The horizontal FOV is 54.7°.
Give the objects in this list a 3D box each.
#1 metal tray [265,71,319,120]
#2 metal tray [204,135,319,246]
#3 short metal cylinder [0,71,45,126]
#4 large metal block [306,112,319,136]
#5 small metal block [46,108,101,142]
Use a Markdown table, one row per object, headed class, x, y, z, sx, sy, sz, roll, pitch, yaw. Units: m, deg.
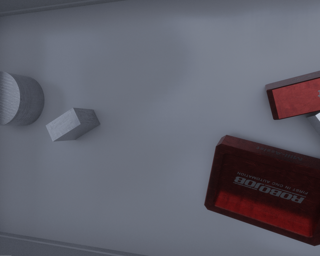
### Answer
| class | x | y | z | sx | sy | sz | roll | pitch | yaw |
| --- | --- | --- | --- | --- | --- | --- | --- | --- | --- |
| metal tray | 0.176 | -0.043 | 0.310 | 0.130 | 0.090 | 0.030 | -13 | 97 | 19 |
| metal tray | 0.123 | 0.068 | 0.349 | 0.130 | 0.030 | 0.089 | 15 | 115 | 19 |
| short metal cylinder | -0.228 | -0.043 | 0.475 | 0.080 | 0.050 | 0.079 | 0 | 90 | 19 |
| large metal block | 0.199 | 0.007 | 0.312 | 0.050 | 0.080 | 0.080 | -36 | 79 | 16 |
| small metal block | -0.122 | -0.004 | 0.439 | 0.050 | 0.050 | 0.025 | -30 | 81 | 17 |
